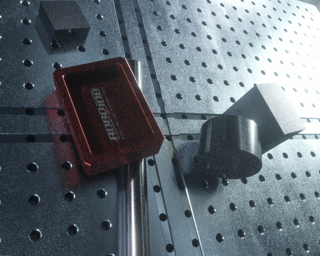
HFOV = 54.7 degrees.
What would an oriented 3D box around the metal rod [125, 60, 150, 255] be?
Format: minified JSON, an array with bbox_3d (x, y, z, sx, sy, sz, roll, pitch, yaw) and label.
[{"bbox_3d":[-0.029,0.041,0.368,0.025,0.025,0.299,10,57,-23],"label":"metal rod"}]

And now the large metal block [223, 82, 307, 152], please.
[{"bbox_3d":[0.153,-0.011,0.465,0.050,0.080,0.080,-10,67,-33],"label":"large metal block"}]

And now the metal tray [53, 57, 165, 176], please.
[{"bbox_3d":[-0.062,-0.019,0.363,0.091,0.030,0.130,-17,65,-20],"label":"metal tray"}]

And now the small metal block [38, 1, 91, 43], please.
[{"bbox_3d":[-0.132,-0.148,0.428,0.050,0.025,0.050,-18,72,-35],"label":"small metal block"}]

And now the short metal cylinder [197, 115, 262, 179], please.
[{"bbox_3d":[0.092,0.027,0.408,0.080,0.080,0.050,22,54,-16],"label":"short metal cylinder"}]
